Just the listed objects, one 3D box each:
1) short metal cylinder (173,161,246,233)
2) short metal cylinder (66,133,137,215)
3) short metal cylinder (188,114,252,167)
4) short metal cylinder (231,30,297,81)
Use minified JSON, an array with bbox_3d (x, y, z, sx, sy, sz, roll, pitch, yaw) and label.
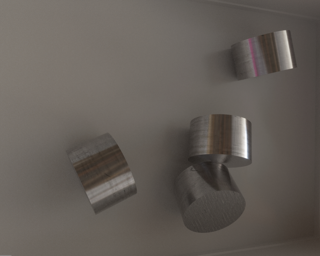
[{"bbox_3d":[0.062,0.090,0.400,0.081,0.050,0.079,-7,127,-10],"label":"short metal cylinder"},{"bbox_3d":[-0.068,0.052,0.356,0.050,0.080,0.080,-25,99,-18],"label":"short metal cylinder"},{"bbox_3d":[0.078,0.019,0.404,0.081,0.080,0.050,12,71,-20],"label":"short metal cylinder"},{"bbox_3d":[0.145,-0.100,0.434,0.081,0.080,0.050,-15,95,-19],"label":"short metal cylinder"}]
